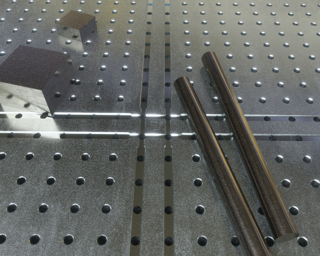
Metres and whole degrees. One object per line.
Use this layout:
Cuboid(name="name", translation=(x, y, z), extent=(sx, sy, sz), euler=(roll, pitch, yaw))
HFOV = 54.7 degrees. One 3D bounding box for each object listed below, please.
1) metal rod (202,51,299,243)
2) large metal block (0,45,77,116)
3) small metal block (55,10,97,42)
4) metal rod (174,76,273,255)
Cuboid(name="metal rod", translation=(0.105, -0.002, 0.410), extent=(0.025, 0.025, 0.300), euler=(-7, 50, -6))
Cuboid(name="large metal block", translation=(-0.180, -0.070, 0.448), extent=(0.080, 0.050, 0.080), euler=(12, 51, 9))
Cuboid(name="small metal block", translation=(-0.151, -0.185, 0.561), extent=(0.050, 0.025, 0.050), euler=(20, 53, 15))
Cuboid(name="metal rod", translation=(0.070, 0.044, 0.371), extent=(0.025, 0.025, 0.300), euler=(-11, 51, -9))
